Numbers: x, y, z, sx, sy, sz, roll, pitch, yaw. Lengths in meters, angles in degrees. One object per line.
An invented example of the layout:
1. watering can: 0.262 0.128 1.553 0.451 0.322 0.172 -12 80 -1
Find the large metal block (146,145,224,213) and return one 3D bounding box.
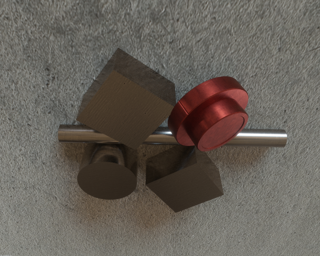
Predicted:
1. large metal block: 0.036 0.071 0.453 0.080 0.050 0.080 -26 126 20

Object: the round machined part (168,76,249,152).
1. round machined part: 0.062 -0.009 0.360 0.099 0.042 0.098 -23 150 -14

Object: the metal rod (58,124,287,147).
1. metal rod: 0.018 0.011 0.420 0.302 0.025 0.025 1 130 -2

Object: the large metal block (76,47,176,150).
1. large metal block: -0.038 -0.031 0.362 0.080 0.050 0.080 30 124 -23

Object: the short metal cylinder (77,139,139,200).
1. short metal cylinder: -0.072 0.057 0.440 0.081 0.050 0.079 0 130 0
